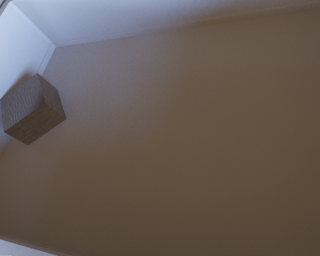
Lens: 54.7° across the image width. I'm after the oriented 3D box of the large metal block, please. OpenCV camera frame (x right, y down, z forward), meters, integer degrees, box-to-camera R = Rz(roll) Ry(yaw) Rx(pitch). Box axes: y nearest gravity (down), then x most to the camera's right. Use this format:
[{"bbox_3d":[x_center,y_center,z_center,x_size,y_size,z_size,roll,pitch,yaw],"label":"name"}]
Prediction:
[{"bbox_3d":[-0.213,-0.031,0.518,0.080,0.050,0.080,-34,52,5],"label":"large metal block"}]
